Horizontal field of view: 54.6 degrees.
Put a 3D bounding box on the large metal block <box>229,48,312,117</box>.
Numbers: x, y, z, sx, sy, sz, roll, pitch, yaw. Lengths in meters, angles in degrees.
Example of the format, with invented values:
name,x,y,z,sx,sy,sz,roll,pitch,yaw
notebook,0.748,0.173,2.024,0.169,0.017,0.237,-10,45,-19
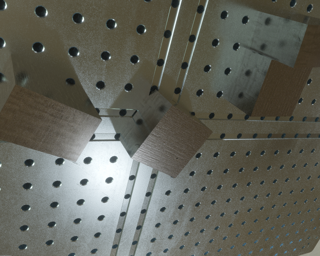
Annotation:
name,x,y,z,sx,sy,sz,roll,pitch,yaw
large metal block,0.156,-0.063,0.440,0.081,0.050,0.079,-2,119,-28

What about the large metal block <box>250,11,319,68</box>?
name,x,y,z,sx,sy,sz,roll,pitch,yaw
large metal block,0.180,-0.115,0.401,0.081,0.080,0.050,-7,121,-25

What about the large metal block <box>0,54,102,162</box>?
name,x,y,z,sx,sy,sz,roll,pitch,yaw
large metal block,-0.114,-0.020,0.301,0.080,0.080,0.050,25,105,-37

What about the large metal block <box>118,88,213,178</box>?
name,x,y,z,sx,sy,sz,roll,pitch,yaw
large metal block,0.007,0.009,0.403,0.080,0.050,0.080,30,102,-38
